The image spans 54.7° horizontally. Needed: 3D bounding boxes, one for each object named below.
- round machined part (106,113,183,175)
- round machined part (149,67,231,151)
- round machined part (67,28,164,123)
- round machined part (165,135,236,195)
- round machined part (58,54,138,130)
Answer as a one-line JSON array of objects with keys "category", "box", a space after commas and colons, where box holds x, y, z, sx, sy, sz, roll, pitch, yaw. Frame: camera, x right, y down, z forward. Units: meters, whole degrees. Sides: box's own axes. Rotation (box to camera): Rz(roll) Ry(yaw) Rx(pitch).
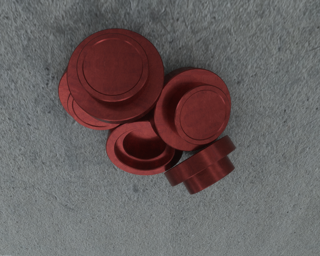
[{"category": "round machined part", "box": [-0.020, 0.015, 0.410, 0.099, 0.042, 0.097, -1, 130, 0]}, {"category": "round machined part", "box": [0.040, -0.019, 0.353, 0.099, 0.042, 0.097, -6, 108, -20]}, {"category": "round machined part", "box": [-0.045, -0.055, 0.312, 0.099, 0.097, 0.042, 1, 172, -1]}, {"category": "round machined part", "box": [0.058, 0.052, 0.407, 0.098, 0.099, 0.042, -35, 81, 26]}, {"category": "round machined part", "box": [-0.071, -0.036, 0.368, 0.099, 0.042, 0.097, -1, 130, 0]}]
